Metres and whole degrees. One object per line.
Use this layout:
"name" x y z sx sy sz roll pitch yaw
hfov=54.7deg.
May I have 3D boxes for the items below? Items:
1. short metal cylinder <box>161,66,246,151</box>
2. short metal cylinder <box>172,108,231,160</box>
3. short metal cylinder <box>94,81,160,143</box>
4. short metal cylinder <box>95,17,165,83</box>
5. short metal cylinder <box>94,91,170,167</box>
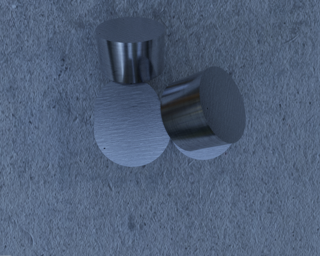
"short metal cylinder" 0.047 -0.019 0.327 0.050 0.081 0.080 -17 90 42
"short metal cylinder" 0.052 -0.001 0.399 0.081 0.050 0.079 0 90 -1
"short metal cylinder" -0.039 -0.022 0.398 0.081 0.050 0.079 0 90 -1
"short metal cylinder" -0.035 -0.097 0.377 0.081 0.080 0.050 0 129 -1
"short metal cylinder" -0.029 0.001 0.348 0.081 0.050 0.079 0 90 -1
